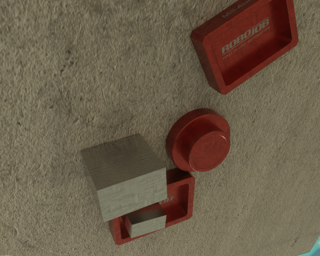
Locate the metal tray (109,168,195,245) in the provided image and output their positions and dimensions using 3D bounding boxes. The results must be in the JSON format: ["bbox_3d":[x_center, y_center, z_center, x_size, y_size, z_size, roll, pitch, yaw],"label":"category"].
[{"bbox_3d":[-0.012,0.117,0.470,0.131,0.030,0.089,-14,125,-21],"label":"metal tray"}]

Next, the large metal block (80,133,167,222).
[{"bbox_3d":[-0.046,0.057,0.383,0.081,0.080,0.050,-16,125,-20],"label":"large metal block"}]

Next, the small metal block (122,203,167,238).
[{"bbox_3d":[-0.025,0.121,0.437,0.050,0.050,0.025,-9,122,-24],"label":"small metal block"}]

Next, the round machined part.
[{"bbox_3d":[0.062,0.024,0.446,0.099,0.042,0.097,-14,124,-21],"label":"round machined part"}]

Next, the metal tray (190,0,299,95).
[{"bbox_3d":[0.112,-0.114,0.395,0.130,0.030,0.090,-35,129,-6],"label":"metal tray"}]
